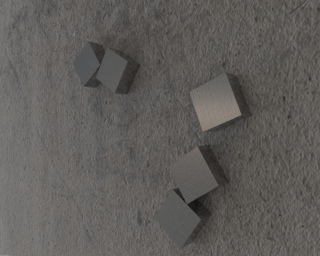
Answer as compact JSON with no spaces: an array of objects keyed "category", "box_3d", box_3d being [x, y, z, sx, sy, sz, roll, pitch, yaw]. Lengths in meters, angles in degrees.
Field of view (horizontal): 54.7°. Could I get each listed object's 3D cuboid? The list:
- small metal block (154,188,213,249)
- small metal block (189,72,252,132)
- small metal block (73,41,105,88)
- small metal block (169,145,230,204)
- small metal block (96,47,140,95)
[{"category":"small metal block","box_3d":[0.028,0.109,0.382,0.050,0.025,0.050,43,116,31]},{"category":"small metal block","box_3d":[0.067,-0.028,0.349,0.050,0.025,0.050,-27,73,36]},{"category":"small metal block","box_3d":[-0.108,-0.100,0.494,0.050,0.025,0.050,-42,65,31]},{"category":"small metal block","box_3d":[0.045,0.055,0.368,0.050,0.025,0.050,-40,66,32]},{"category":"small metal block","box_3d":[-0.063,-0.084,0.457,0.050,0.025,0.050,39,114,33]}]
